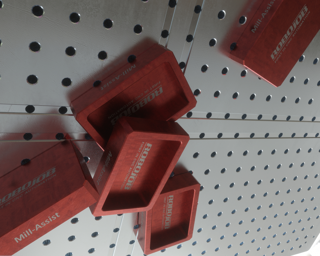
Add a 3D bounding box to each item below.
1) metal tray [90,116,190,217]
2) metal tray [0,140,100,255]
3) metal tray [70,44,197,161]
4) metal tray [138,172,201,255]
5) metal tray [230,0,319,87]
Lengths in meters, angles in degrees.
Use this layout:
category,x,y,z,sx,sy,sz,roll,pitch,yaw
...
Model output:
category,x,y,z,sx,sy,sz,roll,pitch,yaw
metal tray,-0.029,0.051,0.387,0.091,0.030,0.129,6,121,-38
metal tray,-0.140,0.077,0.340,0.131,0.090,0.030,-32,129,-8
metal tray,-0.028,-0.028,0.376,0.130,0.030,0.090,-36,130,-5
metal tray,0.013,0.140,0.503,0.091,0.030,0.129,-11,123,-23
metal tray,0.165,-0.130,0.420,0.091,0.030,0.129,21,107,-36
